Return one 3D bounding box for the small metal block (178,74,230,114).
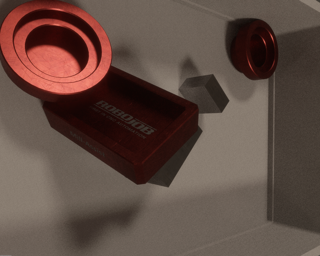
[{"bbox_3d":[0.063,-0.047,0.446,0.050,0.050,0.025,51,60,-28],"label":"small metal block"}]

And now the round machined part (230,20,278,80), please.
[{"bbox_3d":[0.158,-0.131,0.531,0.099,0.042,0.097,0,90,-40],"label":"round machined part"}]

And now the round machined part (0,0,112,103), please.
[{"bbox_3d":[-0.100,-0.069,0.299,0.099,0.042,0.098,9,68,-24],"label":"round machined part"}]

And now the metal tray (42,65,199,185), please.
[{"bbox_3d":[-0.039,-0.012,0.308,0.090,0.130,0.030,-43,147,-32],"label":"metal tray"}]

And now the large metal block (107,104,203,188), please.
[{"bbox_3d":[-0.011,0.017,0.364,0.050,0.080,0.080,50,61,-29],"label":"large metal block"}]
